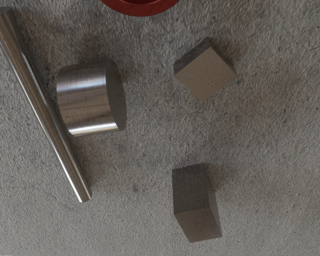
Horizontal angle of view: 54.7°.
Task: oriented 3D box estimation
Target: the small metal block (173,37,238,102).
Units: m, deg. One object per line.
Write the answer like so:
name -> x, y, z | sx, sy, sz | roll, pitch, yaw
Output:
small metal block -> 0.051, -0.065, 0.352 | 0.050, 0.025, 0.050 | -36, 122, 26

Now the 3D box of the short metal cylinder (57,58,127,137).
short metal cylinder -> -0.072, -0.033, 0.342 | 0.050, 0.080, 0.080 | -8, 130, 6

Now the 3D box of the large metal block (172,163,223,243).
large metal block -> 0.055, 0.113, 0.468 | 0.050, 0.080, 0.080 | -15, 129, 12

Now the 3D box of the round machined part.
round machined part -> -0.018, -0.152, 0.267 | 0.099, 0.042, 0.097 | -1, 130, 0

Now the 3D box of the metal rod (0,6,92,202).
metal rod -> -0.141, -0.003, 0.402 | 0.025, 0.025, 0.298 | -6, 130, 5
